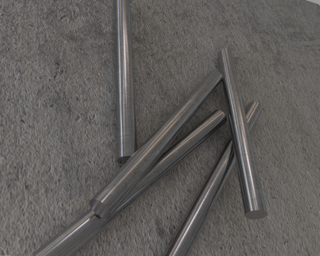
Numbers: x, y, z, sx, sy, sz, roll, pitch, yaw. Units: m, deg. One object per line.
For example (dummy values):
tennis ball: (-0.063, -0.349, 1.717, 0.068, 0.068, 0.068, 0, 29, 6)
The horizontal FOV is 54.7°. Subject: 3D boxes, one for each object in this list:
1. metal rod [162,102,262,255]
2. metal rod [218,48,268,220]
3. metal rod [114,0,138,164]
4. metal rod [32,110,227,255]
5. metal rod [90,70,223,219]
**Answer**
metal rod: (0.081, 0.058, 0.411, 0.025, 0.025, 0.301, 40, 51, -1)
metal rod: (0.111, -0.016, 0.446, 0.025, 0.025, 0.300, 18, 47, -18)
metal rod: (-0.050, -0.093, 0.432, 0.025, 0.025, 0.299, 9, 58, -24)
metal rod: (-0.008, 0.052, 0.366, 0.025, 0.025, 0.302, 50, 51, 6)
metal rod: (0.017, -0.003, 0.396, 0.025, 0.025, 0.301, 42, 46, 0)
